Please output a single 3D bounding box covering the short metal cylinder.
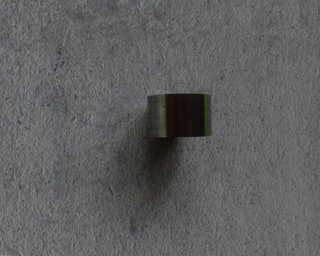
[{"bbox_3d":[0.024,-0.015,0.391,0.081,0.080,0.050,-1,91,-20],"label":"short metal cylinder"}]
